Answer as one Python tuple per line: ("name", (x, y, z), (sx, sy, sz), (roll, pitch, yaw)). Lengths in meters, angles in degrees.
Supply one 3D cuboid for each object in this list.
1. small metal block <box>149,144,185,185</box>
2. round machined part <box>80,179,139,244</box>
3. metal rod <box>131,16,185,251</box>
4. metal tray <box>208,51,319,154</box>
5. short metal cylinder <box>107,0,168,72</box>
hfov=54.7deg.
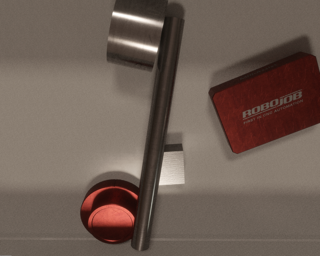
("small metal block", (0.007, 0.051, 0.430), (0.050, 0.025, 0.050), (-4, 110, 1))
("round machined part", (-0.066, 0.127, 0.448), (0.099, 0.042, 0.097), (0, 110, -1))
("metal rod", (-0.005, 0.016, 0.393), (0.025, 0.025, 0.298), (8, 101, -4))
("metal tray", (0.140, -0.031, 0.399), (0.130, 0.030, 0.090), (-22, 109, 7))
("short metal cylinder", (-0.025, -0.106, 0.342), (0.050, 0.080, 0.079), (12, 110, -5))
